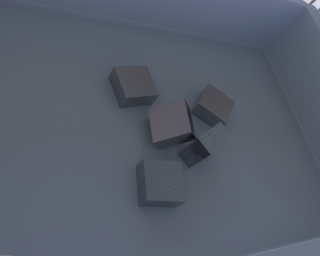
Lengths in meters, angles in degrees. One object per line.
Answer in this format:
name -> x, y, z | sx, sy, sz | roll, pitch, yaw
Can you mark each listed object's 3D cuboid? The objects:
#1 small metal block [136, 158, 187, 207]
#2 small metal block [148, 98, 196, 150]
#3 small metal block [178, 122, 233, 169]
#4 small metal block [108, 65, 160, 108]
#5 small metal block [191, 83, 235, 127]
small metal block -> 0.001, 0.066, 0.367 | 0.050, 0.025, 0.050 | 8, 58, -25
small metal block -> 0.015, -0.005, 0.401 | 0.025, 0.050, 0.050 | 50, 27, -59
small metal block -> 0.059, 0.023, 0.409 | 0.050, 0.050, 0.025 | -32, 82, -38
small metal block -> -0.036, -0.057, 0.423 | 0.050, 0.025, 0.050 | -9, 67, -33
small metal block -> 0.081, -0.032, 0.471 | 0.050, 0.025, 0.050 | 35, 51, -6
